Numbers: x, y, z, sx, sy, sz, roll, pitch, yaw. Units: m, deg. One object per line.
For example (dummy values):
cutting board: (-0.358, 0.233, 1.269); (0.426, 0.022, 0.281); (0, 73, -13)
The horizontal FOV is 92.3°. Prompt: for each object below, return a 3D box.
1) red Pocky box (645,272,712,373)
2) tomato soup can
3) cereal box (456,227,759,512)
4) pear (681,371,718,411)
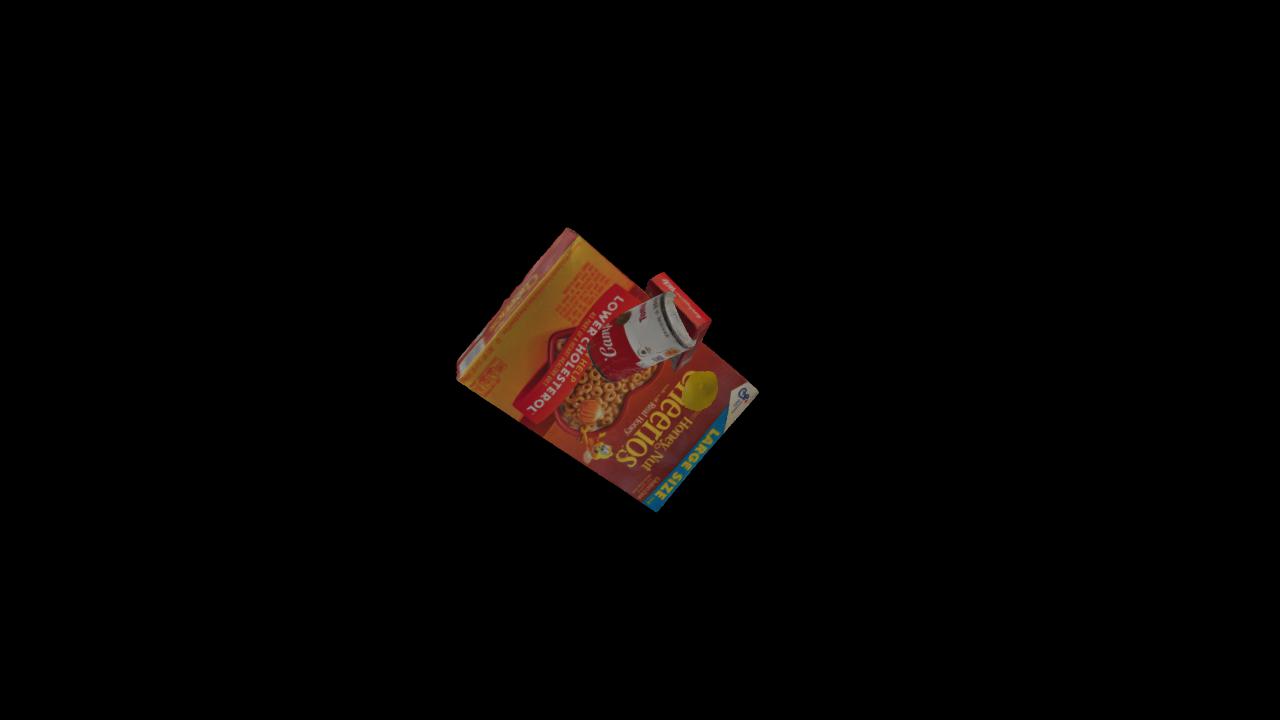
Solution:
red Pocky box: (0.026, -0.021, 0.719); (0.028, 0.083, 0.155); (-27, -24, -32)
tomato soup can: (0.002, -0.024, 0.664); (0.101, 0.068, 0.068); (-24, -10, 24)
cereal box: (-0.029, 0.021, 0.726); (0.306, 0.203, 0.081); (39, 4, -25)
pear: (0.037, 0.030, 0.748); (0.111, 0.080, 0.080); (-5, 0, -5)
